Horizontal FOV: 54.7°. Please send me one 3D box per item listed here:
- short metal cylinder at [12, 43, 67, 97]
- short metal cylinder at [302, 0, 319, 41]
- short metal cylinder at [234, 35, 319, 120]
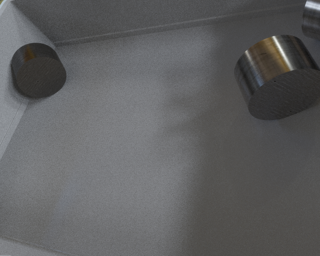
[{"bbox_3d":[-0.211,-0.100,0.540,0.080,0.080,0.050,-38,51,2],"label":"short metal cylinder"},{"bbox_3d":[0.205,-0.134,0.345,0.080,0.080,0.050,-49,52,-6],"label":"short metal cylinder"},{"bbox_3d":[0.127,-0.052,0.335,0.080,0.080,0.050,-22,54,15],"label":"short metal cylinder"}]
